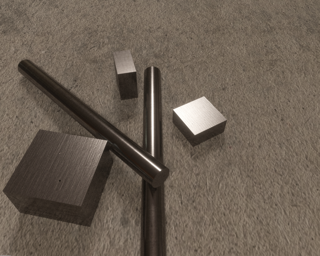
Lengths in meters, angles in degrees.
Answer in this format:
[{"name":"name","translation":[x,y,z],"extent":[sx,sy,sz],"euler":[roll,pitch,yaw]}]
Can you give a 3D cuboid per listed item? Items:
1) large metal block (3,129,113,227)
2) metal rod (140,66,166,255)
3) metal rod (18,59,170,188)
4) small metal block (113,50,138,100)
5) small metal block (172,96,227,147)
[{"name":"large metal block","translation":[-0.106,0.053,0.341],"extent":[0.080,0.050,0.080],"euler":[9,51,7]},{"name":"metal rod","translation":[-0.009,0.030,0.377],"extent":[0.025,0.025,0.300],"euler":[-1,50,-1]},{"name":"metal rod","translation":[-0.104,-0.021,0.402],"extent":[0.025,0.025,0.300],"euler":[-37,54,-27]},{"name":"small metal block","translation":[-0.050,-0.077,0.451],"extent":[0.025,0.050,0.050],"euler":[-10,51,-9]},{"name":"small metal block","translation":[0.052,-0.009,0.412],"extent":[0.050,0.025,0.050],"euler":[-24,54,-19]}]
